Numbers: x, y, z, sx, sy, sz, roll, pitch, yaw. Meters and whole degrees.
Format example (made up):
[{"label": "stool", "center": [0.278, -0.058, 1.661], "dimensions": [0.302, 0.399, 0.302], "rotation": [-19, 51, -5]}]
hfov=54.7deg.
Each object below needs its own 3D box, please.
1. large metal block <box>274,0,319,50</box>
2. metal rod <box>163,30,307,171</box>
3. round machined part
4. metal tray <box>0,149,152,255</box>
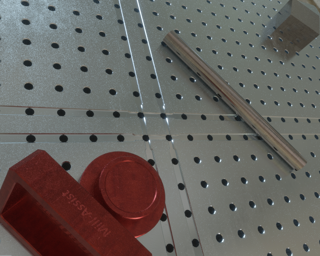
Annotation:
[{"label": "large metal block", "center": [0.317, -0.242, 0.714], "dimensions": [0.080, 0.050, 0.080], "rotation": [30, 52, -10]}, {"label": "metal rod", "center": [0.119, -0.046, 0.502], "dimensions": [0.300, 0.025, 0.025], "rotation": [45, 51, 3]}, {"label": "round machined part", "center": [-0.038, 0.069, 0.336], "dimensions": [0.099, 0.042, 0.098], "rotation": [14, 56, -21]}, {"label": "metal tray", "center": [-0.080, 0.091, 0.266], "dimensions": [0.130, 0.090, 0.030], "rotation": [44, 41, 1]}]
